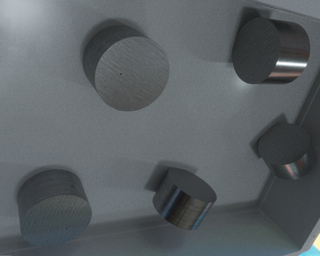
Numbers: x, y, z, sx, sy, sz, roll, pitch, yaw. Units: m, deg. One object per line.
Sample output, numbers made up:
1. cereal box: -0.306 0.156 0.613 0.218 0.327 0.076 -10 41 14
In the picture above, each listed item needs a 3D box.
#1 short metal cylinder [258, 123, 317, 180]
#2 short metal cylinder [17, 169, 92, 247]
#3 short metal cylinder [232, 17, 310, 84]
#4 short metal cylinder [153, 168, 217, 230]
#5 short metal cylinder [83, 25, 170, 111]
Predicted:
1. short metal cylinder: 0.212 0.039 0.516 0.080 0.080 0.050 -42 130 0
2. short metal cylinder: -0.131 0.098 0.383 0.081 0.050 0.079 -14 125 -21
3. short metal cylinder: 0.138 -0.095 0.392 0.050 0.080 0.079 -4 120 -27
4. short metal cylinder: 0.036 0.103 0.459 0.081 0.080 0.050 17 110 -35
5. short metal cylinder: -0.037 -0.065 0.334 0.081 0.050 0.079 -14 124 -21
